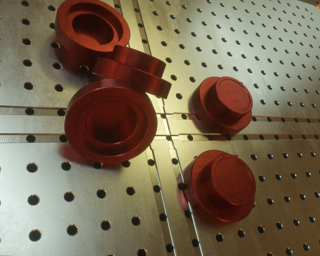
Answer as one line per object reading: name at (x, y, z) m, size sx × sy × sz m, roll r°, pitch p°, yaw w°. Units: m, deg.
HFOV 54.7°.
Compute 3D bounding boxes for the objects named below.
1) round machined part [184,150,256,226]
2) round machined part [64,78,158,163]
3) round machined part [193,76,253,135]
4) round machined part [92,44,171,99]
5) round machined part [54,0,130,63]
round machined part at (0.084, 0.072, 0.400) m, size 0.099 × 0.042 × 0.098 m, roll 14°, pitch 56°, yaw -21°
round machined part at (-0.055, -0.011, 0.348) m, size 0.099 × 0.097 × 0.042 m, roll 14°, pitch 28°, yaw -21°
round machined part at (0.103, -0.041, 0.480) m, size 0.099 × 0.042 × 0.098 m, roll 14°, pitch 56°, yaw -21°
round machined part at (-0.031, -0.072, 0.388) m, size 0.099 × 0.098 × 0.042 m, roll 18°, pitch 95°, yaw -18°
round machined part at (-0.094, -0.129, 0.426) m, size 0.099 × 0.042 × 0.098 m, roll 14°, pitch 56°, yaw -21°
